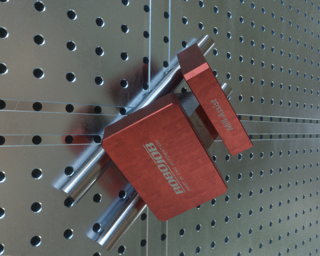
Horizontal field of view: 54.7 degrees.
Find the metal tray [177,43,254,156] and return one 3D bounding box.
[{"bbox_3d":[0.070,-0.037,0.399,0.130,0.030,0.090,54,15,-26],"label":"metal tray"}]

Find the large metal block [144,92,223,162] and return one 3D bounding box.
[{"bbox_3d":[0.027,-0.002,0.397,0.080,0.080,0.050,-50,120,-29],"label":"large metal block"}]

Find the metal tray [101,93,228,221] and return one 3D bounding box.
[{"bbox_3d":[0.008,0.037,0.347,0.090,0.030,0.130,-28,115,9],"label":"metal tray"}]

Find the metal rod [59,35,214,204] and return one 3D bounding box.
[{"bbox_3d":[-0.013,-0.029,0.400,0.301,0.025,0.025,-50,120,-28],"label":"metal rod"}]

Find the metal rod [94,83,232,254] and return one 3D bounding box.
[{"bbox_3d":[0.020,0.037,0.428,0.301,0.025,0.025,-49,120,-29],"label":"metal rod"}]
